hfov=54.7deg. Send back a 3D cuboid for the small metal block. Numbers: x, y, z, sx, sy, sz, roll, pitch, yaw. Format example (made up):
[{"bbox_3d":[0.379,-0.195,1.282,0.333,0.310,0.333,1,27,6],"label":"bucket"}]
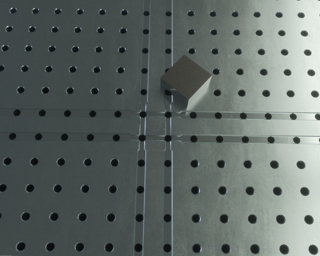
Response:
[{"bbox_3d":[0.036,-0.067,0.437,0.050,0.025,0.050,40,74,13],"label":"small metal block"}]
